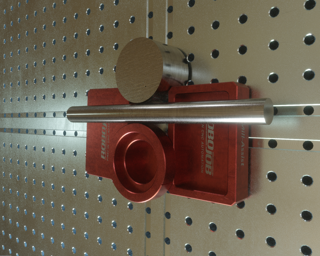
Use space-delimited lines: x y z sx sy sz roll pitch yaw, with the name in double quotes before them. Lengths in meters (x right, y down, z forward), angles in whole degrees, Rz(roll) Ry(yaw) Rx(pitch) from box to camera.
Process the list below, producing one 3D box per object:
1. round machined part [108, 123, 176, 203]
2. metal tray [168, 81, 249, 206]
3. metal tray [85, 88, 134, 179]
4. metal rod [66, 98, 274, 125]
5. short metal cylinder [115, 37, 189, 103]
"round machined part" -0.018 0.043 0.396 0.098 0.042 0.097 0 90 40
"metal tray" 0.053 0.016 0.357 0.090 0.030 0.129 1 91 40
"metal tray" -0.069 0.007 0.456 0.090 0.030 0.129 4 92 40
"metal rod" -0.016 -0.018 0.378 0.300 0.025 0.025 1 91 39
"short metal cylinder" -0.011 -0.071 0.397 0.080 0.050 0.079 0 90 40
